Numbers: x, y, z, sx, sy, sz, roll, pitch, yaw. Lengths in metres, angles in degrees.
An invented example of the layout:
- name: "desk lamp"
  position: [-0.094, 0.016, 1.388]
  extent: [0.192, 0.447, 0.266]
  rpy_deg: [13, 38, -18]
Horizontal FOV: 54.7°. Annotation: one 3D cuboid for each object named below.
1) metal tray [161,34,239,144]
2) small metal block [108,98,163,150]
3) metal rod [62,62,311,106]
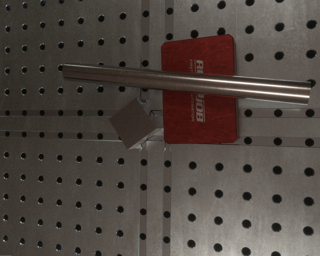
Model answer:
- name: "metal tray"
  position: [0.051, -0.046, 0.392]
  extent: [0.090, 0.030, 0.129]
  rpy_deg: [-2, 89, 19]
- name: "small metal block"
  position: [-0.033, -0.006, 0.423]
  extent: [0.050, 0.025, 0.050]
  rpy_deg: [-37, 79, 16]
- name: "metal rod"
  position: [0.015, -0.056, 0.374]
  extent: [0.301, 0.025, 0.025]
  rpy_deg: [8, 93, 19]
